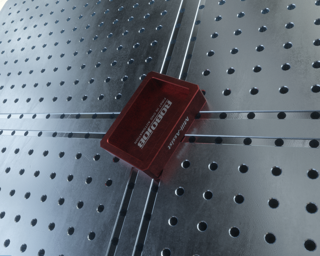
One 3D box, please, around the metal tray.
[{"bbox_3d":[-0.010,-0.009,0.416,0.090,0.030,0.130,24,75,36],"label":"metal tray"}]
